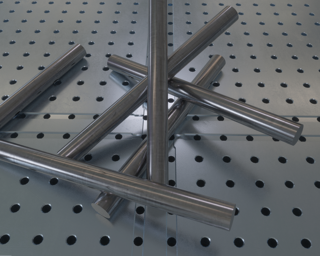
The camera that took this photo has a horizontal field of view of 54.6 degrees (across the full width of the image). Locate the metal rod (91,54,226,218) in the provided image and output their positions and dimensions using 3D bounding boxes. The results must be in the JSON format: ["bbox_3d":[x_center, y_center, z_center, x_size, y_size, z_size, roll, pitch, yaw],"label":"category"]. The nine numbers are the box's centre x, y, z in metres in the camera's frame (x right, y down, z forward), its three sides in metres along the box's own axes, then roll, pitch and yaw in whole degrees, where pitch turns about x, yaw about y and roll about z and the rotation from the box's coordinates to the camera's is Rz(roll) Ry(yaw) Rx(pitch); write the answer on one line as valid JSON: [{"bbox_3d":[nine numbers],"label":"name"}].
[{"bbox_3d":[0.015,-0.009,0.415,0.025,0.025,0.301,25,54,20],"label":"metal rod"}]

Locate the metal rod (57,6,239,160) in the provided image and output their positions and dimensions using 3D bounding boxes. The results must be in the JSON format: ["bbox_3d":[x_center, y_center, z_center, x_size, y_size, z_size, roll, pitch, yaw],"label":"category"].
[{"bbox_3d":[-0.008,-0.061,0.406,0.301,0.025,0.025,-43,61,-11],"label":"metal rod"}]

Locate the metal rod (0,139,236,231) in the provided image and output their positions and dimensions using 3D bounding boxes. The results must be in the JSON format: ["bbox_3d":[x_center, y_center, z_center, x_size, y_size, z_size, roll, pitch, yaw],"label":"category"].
[{"bbox_3d":[-0.072,0.052,0.333,0.301,0.025,0.025,12,51,21],"label":"metal rod"}]

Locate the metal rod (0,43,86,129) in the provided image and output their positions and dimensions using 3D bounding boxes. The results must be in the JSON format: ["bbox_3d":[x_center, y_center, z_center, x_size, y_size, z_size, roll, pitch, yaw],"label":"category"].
[{"bbox_3d":[-0.207,-0.029,0.431,0.025,0.025,0.301,23,54,18],"label":"metal rod"}]

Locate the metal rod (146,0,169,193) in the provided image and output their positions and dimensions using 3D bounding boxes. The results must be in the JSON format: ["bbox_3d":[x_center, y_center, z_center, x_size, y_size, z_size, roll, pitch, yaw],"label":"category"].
[{"bbox_3d":[-0.003,-0.064,0.380,0.025,0.025,0.299,0,75,0],"label":"metal rod"}]

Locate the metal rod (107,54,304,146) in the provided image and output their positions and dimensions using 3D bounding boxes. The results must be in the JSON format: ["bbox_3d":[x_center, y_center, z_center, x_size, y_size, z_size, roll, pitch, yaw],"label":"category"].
[{"bbox_3d":[0.036,-0.049,0.414,0.300,0.025,0.025,27,54,34],"label":"metal rod"}]
